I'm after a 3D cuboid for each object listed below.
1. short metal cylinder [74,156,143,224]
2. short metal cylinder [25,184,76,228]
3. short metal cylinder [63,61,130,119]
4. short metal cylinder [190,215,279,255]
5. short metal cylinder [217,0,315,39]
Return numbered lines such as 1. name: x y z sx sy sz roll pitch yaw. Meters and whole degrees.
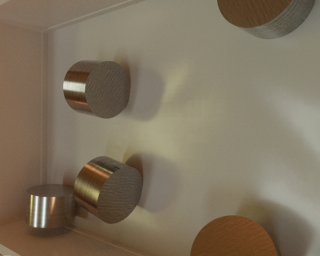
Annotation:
1. short metal cylinder: -0.070 0.084 0.429 0.050 0.081 0.079 17 101 39
2. short metal cylinder: -0.182 0.129 0.522 0.080 0.081 0.050 7 95 40
3. short metal cylinder: -0.089 -0.056 0.445 0.050 0.081 0.079 12 98 39
4. short metal cylinder: 0.076 0.134 0.303 0.080 0.050 0.080 -16 48 18
5. short metal cylinder: 0.104 -0.133 0.305 0.080 0.050 0.080 0 90 40
